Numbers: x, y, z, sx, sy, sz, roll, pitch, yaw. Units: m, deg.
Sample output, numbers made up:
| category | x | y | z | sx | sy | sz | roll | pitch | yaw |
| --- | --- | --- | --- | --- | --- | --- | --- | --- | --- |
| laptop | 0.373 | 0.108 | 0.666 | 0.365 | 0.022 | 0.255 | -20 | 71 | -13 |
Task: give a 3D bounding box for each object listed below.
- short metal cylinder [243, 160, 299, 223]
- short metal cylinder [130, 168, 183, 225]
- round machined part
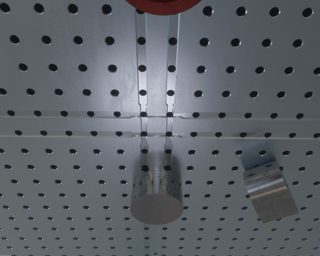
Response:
| category | x | y | z | sx | sy | sz | roll | pitch | yaw |
| --- | --- | --- | --- | --- | --- | --- | --- | --- | --- |
| short metal cylinder | 0.163 | 0.093 | 0.456 | 0.050 | 0.080 | 0.080 | -24 | 126 | 19 |
| short metal cylinder | -0.005 | 0.108 | 0.487 | 0.080 | 0.050 | 0.079 | 0 | 130 | 0 |
| round machined part | 0.003 | -0.154 | 0.269 | 0.099 | 0.042 | 0.097 | 0 | 130 | 0 |
